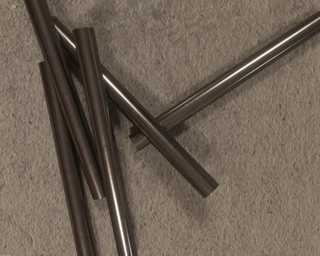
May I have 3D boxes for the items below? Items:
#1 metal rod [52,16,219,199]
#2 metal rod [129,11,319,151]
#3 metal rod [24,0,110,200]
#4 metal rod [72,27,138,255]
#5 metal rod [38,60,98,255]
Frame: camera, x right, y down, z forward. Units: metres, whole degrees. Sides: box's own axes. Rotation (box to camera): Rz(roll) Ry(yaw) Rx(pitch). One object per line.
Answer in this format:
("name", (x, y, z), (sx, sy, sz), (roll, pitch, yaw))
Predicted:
("metal rod", (-0.042, -0.031, 0.389), (0.025, 0.025, 0.300), (-44, 83, 0))
("metal rod", (0.091, -0.062, 0.411), (0.301, 0.025, 0.025), (-33, 90, -1))
("metal rod", (-0.120, -0.052, 0.390), (0.025, 0.025, 0.298), (-17, 97, 0))
("metal rod", (-0.065, 0.030, 0.385), (0.025, 0.025, 0.298), (-10, 100, 0))
("metal rod", (-0.117, 0.060, 0.408), (0.025, 0.025, 0.298), (-11, 90, 0))
